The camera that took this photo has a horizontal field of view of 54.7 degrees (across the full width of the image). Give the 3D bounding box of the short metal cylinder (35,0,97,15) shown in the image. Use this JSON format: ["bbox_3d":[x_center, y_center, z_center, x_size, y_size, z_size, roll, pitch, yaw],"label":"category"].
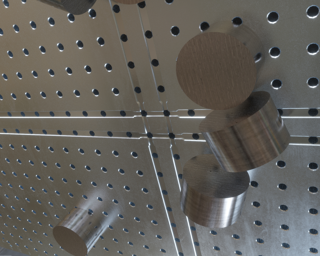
[{"bbox_3d":[-0.102,-0.167,0.326,0.050,0.080,0.079,24,127,13],"label":"short metal cylinder"}]

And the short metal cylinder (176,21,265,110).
[{"bbox_3d":[0.063,-0.065,0.321,0.080,0.050,0.079,13,124,21],"label":"short metal cylinder"}]

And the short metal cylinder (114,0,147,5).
[{"bbox_3d":[-0.022,-0.167,0.303,0.080,0.050,0.079,13,124,21],"label":"short metal cylinder"}]

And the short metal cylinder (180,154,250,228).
[{"bbox_3d":[0.067,0.077,0.388,0.080,0.080,0.050,16,125,19],"label":"short metal cylinder"}]

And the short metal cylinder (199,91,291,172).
[{"bbox_3d":[0.089,0.003,0.330,0.080,0.080,0.050,-21,107,36],"label":"short metal cylinder"}]

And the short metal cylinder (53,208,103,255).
[{"bbox_3d":[-0.160,0.204,0.606,0.080,0.050,0.079,13,124,21],"label":"short metal cylinder"}]
